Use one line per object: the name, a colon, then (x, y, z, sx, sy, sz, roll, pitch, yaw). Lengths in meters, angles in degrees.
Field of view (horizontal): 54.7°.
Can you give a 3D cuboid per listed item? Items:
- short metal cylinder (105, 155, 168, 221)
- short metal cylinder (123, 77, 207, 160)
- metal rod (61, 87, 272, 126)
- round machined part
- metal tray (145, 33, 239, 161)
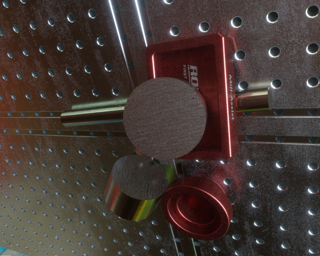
short metal cylinder: (-0.035, 0.085, 0.447, 0.080, 0.080, 0.050, 30, 128, 9)
short metal cylinder: (0.008, -0.012, 0.321, 0.080, 0.050, 0.079, 1, 98, 10)
metal rod: (-0.013, -0.023, 0.403, 0.300, 0.025, 0.025, -4, 117, 30)
round machined part: (0.055, 0.108, 0.438, 0.098, 0.042, 0.097, 13, 124, 21)
metal tray: (0.035, -0.031, 0.342, 0.090, 0.030, 0.129, -1, 98, 29)
